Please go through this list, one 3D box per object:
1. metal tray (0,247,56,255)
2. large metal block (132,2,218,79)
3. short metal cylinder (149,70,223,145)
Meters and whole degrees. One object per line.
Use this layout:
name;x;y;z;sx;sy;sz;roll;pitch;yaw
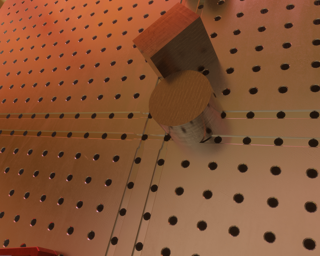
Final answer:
metal tray;-0.182;0.214;0.369;0.090;0.030;0.130;-11;57;22
large metal block;0.023;-0.108;0.427;0.080;0.080;0.050;-40;51;1
short metal cylinder;0.033;-0.026;0.391;0.080;0.050;0.080;-13;56;21
